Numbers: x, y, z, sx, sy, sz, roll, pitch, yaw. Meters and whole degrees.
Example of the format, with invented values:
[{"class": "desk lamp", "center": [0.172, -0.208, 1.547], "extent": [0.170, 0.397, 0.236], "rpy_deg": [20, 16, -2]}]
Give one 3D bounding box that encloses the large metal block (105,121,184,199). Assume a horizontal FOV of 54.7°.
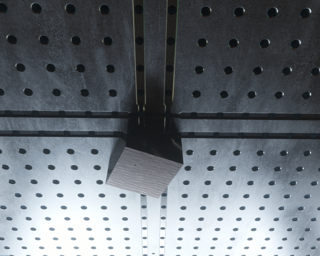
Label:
[{"class": "large metal block", "center": [-0.023, 0.047, 0.435], "extent": [0.081, 0.050, 0.079], "rpy_deg": [19, 128, -16]}]
